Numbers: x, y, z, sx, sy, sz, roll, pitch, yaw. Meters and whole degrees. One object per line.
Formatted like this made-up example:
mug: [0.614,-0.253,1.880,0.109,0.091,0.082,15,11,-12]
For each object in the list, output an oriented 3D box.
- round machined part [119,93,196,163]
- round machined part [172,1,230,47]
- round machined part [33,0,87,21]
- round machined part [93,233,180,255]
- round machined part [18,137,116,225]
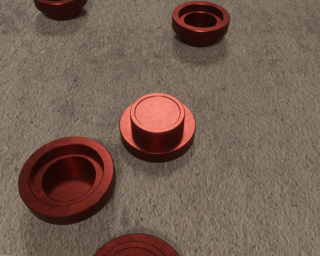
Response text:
round machined part: [-0.003,-0.007,0.398,0.099,0.042,0.098,0,50,0]
round machined part: [0.070,-0.179,0.544,0.099,0.042,0.098,0,50,0]
round machined part: [-0.188,-0.242,0.593,0.099,0.042,0.098,0,50,0]
round machined part: [-0.022,0.141,0.274,0.099,0.042,0.098,0,50,0]
round machined part: [-0.098,0.060,0.341,0.099,0.042,0.098,0,50,0]
